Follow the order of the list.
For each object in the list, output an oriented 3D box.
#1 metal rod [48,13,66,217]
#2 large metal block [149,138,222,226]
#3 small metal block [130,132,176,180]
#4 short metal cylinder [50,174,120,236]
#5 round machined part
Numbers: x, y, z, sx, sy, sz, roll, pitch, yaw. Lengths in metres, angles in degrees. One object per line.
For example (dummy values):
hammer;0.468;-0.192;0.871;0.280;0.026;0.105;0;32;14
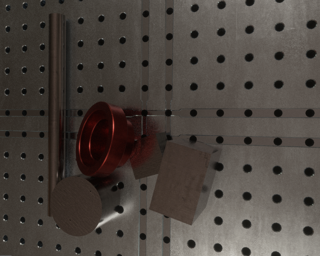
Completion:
metal rod;-0.155;-0.019;0.465;0.025;0.025;0.298;0;90;19
large metal block;0.034;0.059;0.371;0.050;0.080;0.079;16;95;18
small metal block;-0.013;0.037;0.411;0.050;0.025;0.050;-20;83;30
short metal cylinder;-0.104;0.104;0.435;0.080;0.050;0.079;0;90;19
round machined part;-0.070;0.017;0.411;0.098;0.042;0.098;-20;63;46
